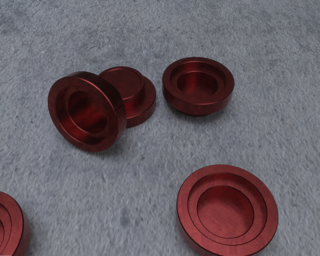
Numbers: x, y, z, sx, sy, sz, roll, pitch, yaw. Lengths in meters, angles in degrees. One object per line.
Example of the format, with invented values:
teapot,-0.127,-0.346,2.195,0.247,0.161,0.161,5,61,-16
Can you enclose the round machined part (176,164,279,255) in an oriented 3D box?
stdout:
round machined part,0.065,0.089,0.318,0.099,0.042,0.098,0,50,0

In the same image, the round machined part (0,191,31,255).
round machined part,-0.175,0.112,0.296,0.099,0.042,0.098,0,50,0

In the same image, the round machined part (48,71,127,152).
round machined part,-0.083,-0.023,0.378,0.098,0.097,0.042,20,34,15

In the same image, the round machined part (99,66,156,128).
round machined part,-0.055,-0.049,0.433,0.099,0.042,0.098,1,50,0

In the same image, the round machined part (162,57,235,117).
round machined part,0.052,-0.054,0.438,0.099,0.042,0.098,0,50,0
